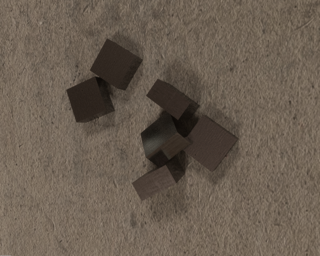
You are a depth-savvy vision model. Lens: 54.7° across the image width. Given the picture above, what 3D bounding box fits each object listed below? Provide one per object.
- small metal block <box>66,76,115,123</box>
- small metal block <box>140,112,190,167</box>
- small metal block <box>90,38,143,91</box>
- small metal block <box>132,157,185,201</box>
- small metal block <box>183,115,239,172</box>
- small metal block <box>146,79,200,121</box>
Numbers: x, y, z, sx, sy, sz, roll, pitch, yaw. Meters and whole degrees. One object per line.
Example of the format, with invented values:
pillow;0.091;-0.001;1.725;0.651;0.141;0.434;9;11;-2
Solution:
small metal block;-0.099;-0.040;0.443;0.050;0.025;0.050;-21;83;18
small metal block;0.005;0.013;0.392;0.050;0.025;0.050;-39;34;15
small metal block;-0.060;-0.087;0.429;0.050;0.025;0.050;34;101;16
small metal block;0.000;0.064;0.394;0.050;0.050;0.025;-30;86;17
small metal block;0.062;0.019;0.387;0.050;0.025;0.050;38;102;15
small metal block;0.018;-0.034;0.389;0.050;0.050;0.025;38;102;15
